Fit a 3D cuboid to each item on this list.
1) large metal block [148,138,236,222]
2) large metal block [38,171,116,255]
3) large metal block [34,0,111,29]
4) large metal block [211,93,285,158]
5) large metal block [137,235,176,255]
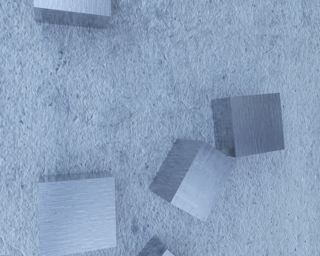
[{"bbox_3d":[0.038,0.061,0.394,0.050,0.080,0.080,33,79,-17],"label":"large metal block"},{"bbox_3d":[-0.097,0.096,0.360,0.081,0.050,0.080,-2,91,-20],"label":"large metal block"},{"bbox_3d":[-0.102,-0.165,0.358,0.081,0.050,0.080,0,90,-20],"label":"large metal block"},{"bbox_3d":[0.124,-0.005,0.441,0.081,0.050,0.080,-7,93,-20],"label":"large metal block"},{"bbox_3d":[0.001,0.202,0.396,0.080,0.050,0.080,45,76,-15],"label":"large metal block"}]
